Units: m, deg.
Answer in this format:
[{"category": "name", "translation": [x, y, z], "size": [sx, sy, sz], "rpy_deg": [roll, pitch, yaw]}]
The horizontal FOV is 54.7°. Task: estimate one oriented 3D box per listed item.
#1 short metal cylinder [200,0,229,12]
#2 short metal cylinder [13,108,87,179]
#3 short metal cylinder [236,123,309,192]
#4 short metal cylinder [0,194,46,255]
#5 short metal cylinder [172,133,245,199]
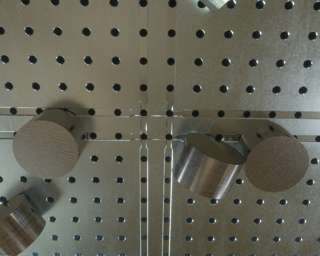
[{"category": "short metal cylinder", "translation": [0.065, -0.170, 0.322], "size": [0.050, 0.080, 0.080], "rpy_deg": [38, 106, -13]}, {"category": "short metal cylinder", "translation": [-0.141, 0.020, 0.406], "size": [0.081, 0.050, 0.079], "rpy_deg": [0, 110, 0]}, {"category": "short metal cylinder", "translation": [0.148, 0.038, 0.415], "size": [0.081, 0.050, 0.079], "rpy_deg": [0, 110, 0]}, {"category": "short metal cylinder", "translation": [-0.211, 0.139, 0.433], "size": [0.080, 0.080, 0.050], "rpy_deg": [-27, 108, 9]}, {"category": "short metal cylinder", "translation": [0.062, 0.047, 0.402], "size": [0.080, 0.080, 0.050], "rpy_deg": [19, 109, -7]}]
